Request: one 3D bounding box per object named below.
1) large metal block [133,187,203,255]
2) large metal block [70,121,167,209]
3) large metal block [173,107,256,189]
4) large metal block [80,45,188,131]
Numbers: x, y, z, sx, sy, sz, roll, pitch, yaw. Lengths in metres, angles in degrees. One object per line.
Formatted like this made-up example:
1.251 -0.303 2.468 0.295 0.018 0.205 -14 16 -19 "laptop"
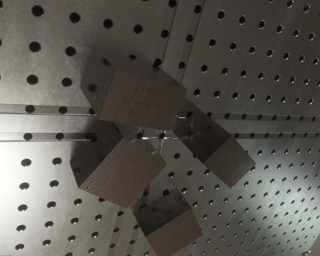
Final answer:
0.014 0.156 0.502 0.080 0.050 0.080 -30 129 -10 "large metal block"
-0.053 0.046 0.396 0.080 0.050 0.080 -48 129 6 "large metal block"
0.076 0.028 0.437 0.050 0.080 0.080 -46 130 3 "large metal block"
-0.031 -0.043 0.333 0.081 0.080 0.050 10 113 -33 "large metal block"
